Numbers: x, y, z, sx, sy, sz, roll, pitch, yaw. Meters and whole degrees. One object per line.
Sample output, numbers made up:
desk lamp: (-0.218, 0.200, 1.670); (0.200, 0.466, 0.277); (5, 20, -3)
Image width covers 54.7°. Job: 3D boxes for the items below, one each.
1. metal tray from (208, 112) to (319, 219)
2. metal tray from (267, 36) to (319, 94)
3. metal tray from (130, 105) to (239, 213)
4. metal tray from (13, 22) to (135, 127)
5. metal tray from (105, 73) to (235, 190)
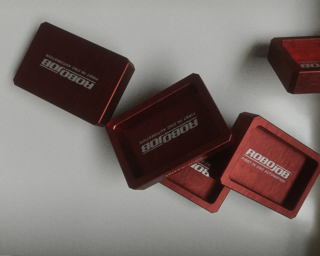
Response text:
metal tray: (0.135, 0.048, 0.387); (0.131, 0.030, 0.090); (29, 90, -21)
metal tray: (0.211, -0.081, 0.381); (0.131, 0.090, 0.030); (-3, 130, 0)
metal tray: (0.037, 0.040, 0.408); (0.130, 0.030, 0.090); (30, 90, 0)
metal tray: (-0.109, -0.068, 0.395); (0.130, 0.030, 0.090); (26, 90, 11)
metal tray: (0.009, 0.006, 0.366); (0.130, 0.030, 0.090); (-29, 70, 12)
